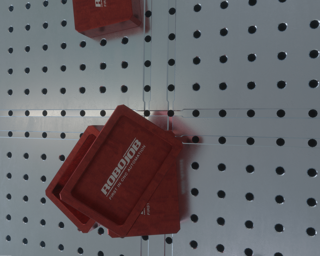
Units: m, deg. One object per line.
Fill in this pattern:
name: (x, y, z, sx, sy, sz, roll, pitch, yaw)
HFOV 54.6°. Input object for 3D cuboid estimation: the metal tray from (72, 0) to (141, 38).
metal tray: (-0.079, -0.203, 0.438, 0.090, 0.030, 0.129, -6, 88, 20)

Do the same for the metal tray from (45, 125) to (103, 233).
metal tray: (-0.096, 0.071, 0.444, 0.090, 0.030, 0.130, 39, 102, 15)

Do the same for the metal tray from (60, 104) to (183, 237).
metal tray: (-0.044, 0.049, 0.370, 0.090, 0.030, 0.130, 33, 87, -2)

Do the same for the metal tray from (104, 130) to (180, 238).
metal tray: (-0.023, 0.070, 0.401, 0.091, 0.030, 0.129, -3, 89, -3)
